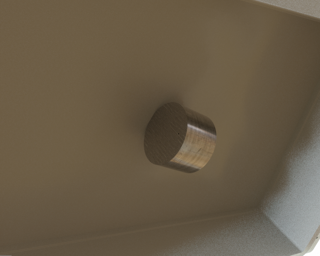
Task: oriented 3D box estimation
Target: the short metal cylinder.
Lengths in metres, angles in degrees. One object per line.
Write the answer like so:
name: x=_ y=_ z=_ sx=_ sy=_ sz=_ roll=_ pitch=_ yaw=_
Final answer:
short metal cylinder: x=0.024 y=0.013 z=0.394 sx=0.050 sy=0.080 sz=0.080 roll=21 pitch=107 yaw=-36
